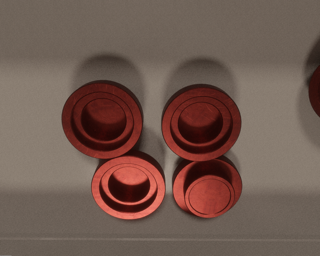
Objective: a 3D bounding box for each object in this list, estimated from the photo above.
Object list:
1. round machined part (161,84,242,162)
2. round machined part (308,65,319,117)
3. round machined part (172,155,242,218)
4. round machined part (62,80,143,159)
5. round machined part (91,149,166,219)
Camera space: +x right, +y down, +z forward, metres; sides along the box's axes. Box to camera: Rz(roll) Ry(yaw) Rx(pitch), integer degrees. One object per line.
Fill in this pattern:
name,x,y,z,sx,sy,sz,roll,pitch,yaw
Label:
round machined part,0.051,-0.009,0.400,0.099,0.042,0.097,0,110,-1
round machined part,0.236,-0.048,0.372,0.098,0.042,0.097,11,111,31
round machined part,0.067,0.086,0.435,0.099,0.042,0.097,0,110,-1
round machined part,-0.070,-0.013,0.395,0.099,0.042,0.097,0,109,0
round machined part,-0.042,0.073,0.429,0.099,0.042,0.097,0,110,-1
